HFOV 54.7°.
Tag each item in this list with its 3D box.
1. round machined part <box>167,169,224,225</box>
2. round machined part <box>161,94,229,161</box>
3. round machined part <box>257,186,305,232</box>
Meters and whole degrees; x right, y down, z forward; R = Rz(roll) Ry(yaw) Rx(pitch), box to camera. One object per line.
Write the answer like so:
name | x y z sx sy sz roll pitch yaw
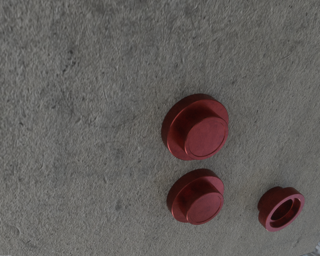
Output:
round machined part | 0.064 0.118 0.503 0.099 0.042 0.097 -14 124 -21
round machined part | 0.055 0.005 0.429 0.099 0.042 0.097 -14 124 -21
round machined part | 0.236 0.157 0.622 0.099 0.042 0.097 -14 124 -21
